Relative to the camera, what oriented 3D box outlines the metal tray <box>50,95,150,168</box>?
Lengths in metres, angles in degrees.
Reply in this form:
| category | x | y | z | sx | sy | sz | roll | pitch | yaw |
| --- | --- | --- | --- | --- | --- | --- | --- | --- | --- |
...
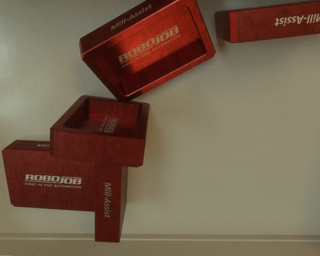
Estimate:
| category | x | y | z | sx | sy | sz | roll | pitch | yaw |
| --- | --- | --- | --- | --- | --- | --- | --- | --- | --- |
| metal tray | -0.060 | -0.002 | 0.354 | 0.091 | 0.130 | 0.030 | 7 | 110 | -3 |

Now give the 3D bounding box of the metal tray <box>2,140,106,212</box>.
| category | x | y | z | sx | sy | sz | roll | pitch | yaw |
| --- | --- | --- | --- | --- | --- | --- | --- | --- | --- |
| metal tray | -0.141 | 0.066 | 0.426 | 0.131 | 0.030 | 0.089 | 3 | 110 | 4 |

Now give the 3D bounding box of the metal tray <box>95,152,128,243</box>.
| category | x | y | z | sx | sy | sz | roll | pitch | yaw |
| --- | --- | --- | --- | --- | --- | --- | --- | --- | --- |
| metal tray | -0.061 | 0.068 | 0.401 | 0.030 | 0.090 | 0.129 | 4 | 110 | -2 |

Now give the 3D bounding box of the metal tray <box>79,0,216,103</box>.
| category | x | y | z | sx | sy | sz | roll | pitch | yaw |
| --- | --- | --- | --- | --- | --- | --- | --- | --- | --- |
| metal tray | -0.012 | -0.091 | 0.351 | 0.130 | 0.030 | 0.090 | -27 | 141 | 9 |

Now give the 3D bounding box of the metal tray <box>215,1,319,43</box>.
| category | x | y | z | sx | sy | sz | roll | pitch | yaw |
| --- | --- | --- | --- | --- | --- | --- | --- | --- | --- |
| metal tray | 0.133 | -0.118 | 0.334 | 0.131 | 0.090 | 0.030 | -6 | 110 | 2 |
